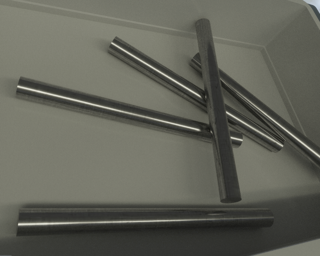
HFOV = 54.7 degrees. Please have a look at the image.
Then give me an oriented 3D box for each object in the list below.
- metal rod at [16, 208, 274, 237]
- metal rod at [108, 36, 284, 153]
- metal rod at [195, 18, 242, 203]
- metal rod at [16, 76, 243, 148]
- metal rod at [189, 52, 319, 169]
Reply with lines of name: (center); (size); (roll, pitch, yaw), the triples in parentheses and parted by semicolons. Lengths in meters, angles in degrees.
metal rod: (0.006, 0.103, 0.347); (0.302, 0.025, 0.025); (7, 59, -25)
metal rod: (0.060, -0.046, 0.467); (0.301, 0.025, 0.025); (30, 52, -9)
metal rod: (0.078, -0.044, 0.442); (0.025, 0.025, 0.299); (11, 57, -23)
metal rod: (-0.022, -0.014, 0.403); (0.302, 0.025, 0.025); (13, 56, -21)
metal rod: (0.169, -0.018, 0.486); (0.300, 0.025, 0.025); (41, 50, 9)
